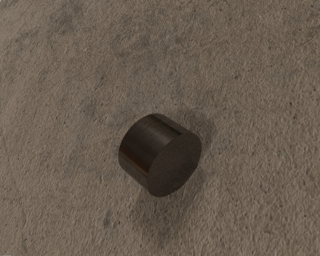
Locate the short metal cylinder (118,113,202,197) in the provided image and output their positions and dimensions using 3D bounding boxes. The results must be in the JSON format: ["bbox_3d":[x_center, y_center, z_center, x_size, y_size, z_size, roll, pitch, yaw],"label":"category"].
[{"bbox_3d":[0.001,0.030,0.349,0.050,0.080,0.080,34,80,38],"label":"short metal cylinder"}]
